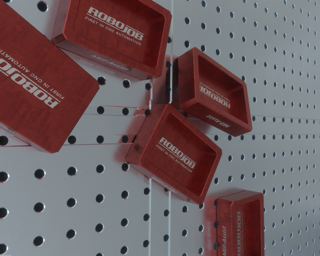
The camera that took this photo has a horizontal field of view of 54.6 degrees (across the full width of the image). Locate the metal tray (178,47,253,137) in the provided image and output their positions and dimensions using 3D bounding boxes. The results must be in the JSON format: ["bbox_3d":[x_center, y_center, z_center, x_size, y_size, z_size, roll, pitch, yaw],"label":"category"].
[{"bbox_3d":[0.082,-0.049,0.454,0.131,0.030,0.090,23,56,-37],"label":"metal tray"}]

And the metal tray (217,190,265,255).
[{"bbox_3d":[0.136,0.177,0.518,0.091,0.030,0.129,-3,92,-40],"label":"metal tray"}]

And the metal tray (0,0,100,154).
[{"bbox_3d":[-0.133,-0.046,0.294,0.130,0.030,0.090,41,65,-32],"label":"metal tray"}]

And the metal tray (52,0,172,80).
[{"bbox_3d":[-0.049,-0.119,0.363,0.131,0.030,0.090,16,80,-39],"label":"metal tray"}]

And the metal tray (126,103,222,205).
[{"bbox_3d":[0.025,0.038,0.425,0.130,0.030,0.090,39,66,-33],"label":"metal tray"}]
